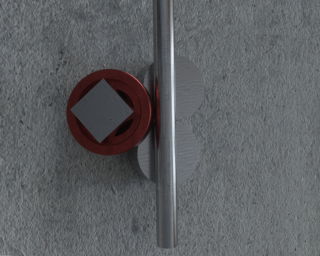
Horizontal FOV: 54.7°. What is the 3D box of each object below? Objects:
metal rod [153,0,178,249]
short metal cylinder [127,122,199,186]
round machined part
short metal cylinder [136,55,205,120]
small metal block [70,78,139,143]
[{"bbox_3d":[0.006,-0.014,0.360,0.025,0.025,0.298,-1,90,-20],"label":"metal rod"},{"bbox_3d":[0.003,0.030,0.398,0.081,0.050,0.080,0,89,-20],"label":"short metal cylinder"},{"bbox_3d":[-0.055,-0.017,0.367,0.098,0.042,0.097,0,88,9],"label":"round machined part"},{"bbox_3d":[0.010,-0.050,0.401,0.081,0.050,0.079,0,90,-20],"label":"short metal cylinder"},{"bbox_3d":[-0.061,-0.018,0.345,0.050,0.025,0.050,-43,82,4],"label":"small metal block"}]
